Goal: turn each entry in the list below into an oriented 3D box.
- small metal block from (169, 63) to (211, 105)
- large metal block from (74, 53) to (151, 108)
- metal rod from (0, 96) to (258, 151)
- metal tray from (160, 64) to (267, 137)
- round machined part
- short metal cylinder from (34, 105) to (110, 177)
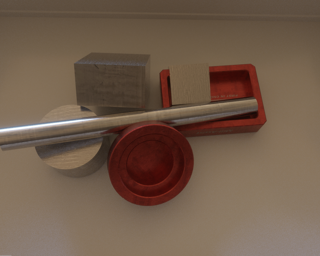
[{"bbox_3d":[0.038,-0.057,0.407,0.050,0.025,0.050,-5,96,-2],"label":"small metal block"},{"bbox_3d":[-0.055,-0.063,0.393,0.081,0.080,0.050,2,112,1],"label":"large metal block"},{"bbox_3d":[-0.023,-0.009,0.367,0.302,0.025,0.025,-8,70,-15],"label":"metal rod"},{"bbox_3d":[0.068,-0.037,0.419,0.131,0.030,0.090,-4,70,-2],"label":"metal tray"},{"bbox_3d":[-0.013,0.039,0.368,0.099,0.042,0.097,-4,104,-14],"label":"round machined part"},{"bbox_3d":[-0.107,0.017,0.386,0.081,0.050,0.080,0,70,0],"label":"short metal cylinder"}]
